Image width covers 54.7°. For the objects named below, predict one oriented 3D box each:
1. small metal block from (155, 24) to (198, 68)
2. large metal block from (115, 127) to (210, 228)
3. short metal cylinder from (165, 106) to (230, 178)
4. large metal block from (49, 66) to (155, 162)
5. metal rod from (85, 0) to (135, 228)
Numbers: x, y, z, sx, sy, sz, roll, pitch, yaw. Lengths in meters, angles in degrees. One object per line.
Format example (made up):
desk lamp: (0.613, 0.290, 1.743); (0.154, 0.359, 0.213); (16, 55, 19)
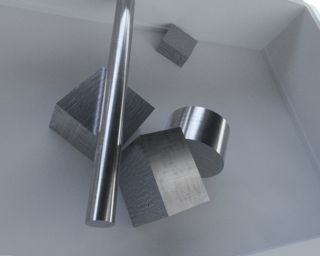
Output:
small metal block: (0.028, -0.134, 0.504); (0.050, 0.025, 0.050); (33, 51, -7)
large metal block: (-0.004, 0.054, 0.332); (0.050, 0.080, 0.080); (-11, 73, -33)
short metal cylinder: (0.043, 0.019, 0.383); (0.080, 0.080, 0.050); (28, 52, -11)
large metal block: (-0.067, -0.012, 0.362); (0.080, 0.050, 0.080); (39, 51, -2)
metal rod: (-0.049, -0.045, 0.343); (0.025, 0.025, 0.299); (15, 55, -21)
